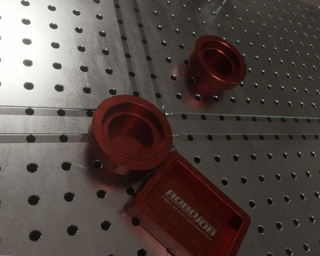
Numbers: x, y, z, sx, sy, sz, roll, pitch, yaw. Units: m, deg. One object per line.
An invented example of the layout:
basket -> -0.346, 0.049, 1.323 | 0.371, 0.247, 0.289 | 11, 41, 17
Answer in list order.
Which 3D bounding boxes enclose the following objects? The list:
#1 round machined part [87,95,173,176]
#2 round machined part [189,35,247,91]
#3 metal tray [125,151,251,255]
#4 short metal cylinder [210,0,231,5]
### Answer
round machined part -> -0.038, 0.012, 0.371 | 0.099, 0.042, 0.098 | 14, 56, -21
round machined part -> 0.090, -0.102, 0.510 | 0.099, 0.042, 0.098 | 14, 56, -21
metal tray -> 0.036, 0.101, 0.364 | 0.130, 0.030, 0.090 | 42, 51, 0
short metal cylinder -> 0.128, -0.307, 0.651 | 0.081, 0.050, 0.080 | 14, 56, -21
